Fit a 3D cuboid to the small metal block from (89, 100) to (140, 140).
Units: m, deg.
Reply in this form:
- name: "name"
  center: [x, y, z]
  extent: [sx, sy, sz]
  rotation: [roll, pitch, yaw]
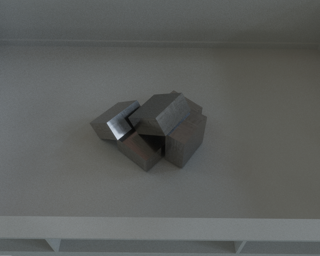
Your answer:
- name: "small metal block"
  center: [-0.054, -0.010, 0.395]
  extent: [0.050, 0.025, 0.050]
  rotation: [-41, 23, -28]

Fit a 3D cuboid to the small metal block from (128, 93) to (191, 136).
- name: "small metal block"
  center: [-0.001, -0.017, 0.369]
  extent: [0.050, 0.025, 0.050]
  rotation: [3, 40, 48]

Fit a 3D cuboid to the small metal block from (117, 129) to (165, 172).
- name: "small metal block"
  center: [-0.018, 0.019, 0.387]
  extent: [0.050, 0.025, 0.050]
  rotation: [35, 58, 25]

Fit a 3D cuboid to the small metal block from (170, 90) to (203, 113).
- name: "small metal block"
  center: [0.021, -0.018, 0.418]
  extent: [0.050, 0.025, 0.050]
  rotation: [35, 58, 25]

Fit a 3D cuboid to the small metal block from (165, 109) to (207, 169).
- name: "small metal block"
  center: [0.031, 0.013, 0.376]
  extent: [0.025, 0.050, 0.050]
  rotation: [29, 56, 21]
